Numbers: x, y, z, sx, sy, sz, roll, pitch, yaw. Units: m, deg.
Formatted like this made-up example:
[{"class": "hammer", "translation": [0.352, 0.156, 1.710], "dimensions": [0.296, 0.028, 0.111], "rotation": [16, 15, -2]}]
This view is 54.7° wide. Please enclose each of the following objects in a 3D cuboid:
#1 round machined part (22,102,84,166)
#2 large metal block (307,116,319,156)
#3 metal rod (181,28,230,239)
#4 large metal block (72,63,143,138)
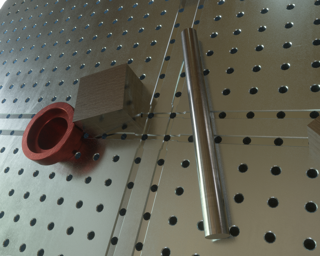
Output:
[{"class": "round machined part", "translation": [-0.157, 0.012, 0.472], "dimensions": [0.098, 0.042, 0.098], "rotation": [-13, 56, 21]}, {"class": "large metal block", "translation": [0.198, 0.009, 0.283], "dimensions": [0.080, 0.050, 0.080], "rotation": [-39, 51, 1]}, {"class": "metal rod", "translation": [0.051, -0.017, 0.391], "dimensions": [0.025, 0.025, 0.299], "rotation": [-16, 55, 19]}, {"class": "large metal block", "translation": [-0.074, -0.039, 0.455], "dimensions": [0.080, 0.050, 0.080], "rotation": [-13, 56, 21]}]
